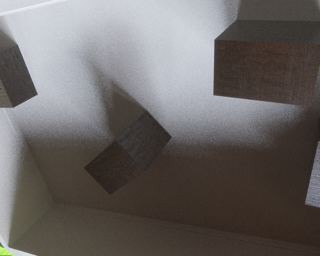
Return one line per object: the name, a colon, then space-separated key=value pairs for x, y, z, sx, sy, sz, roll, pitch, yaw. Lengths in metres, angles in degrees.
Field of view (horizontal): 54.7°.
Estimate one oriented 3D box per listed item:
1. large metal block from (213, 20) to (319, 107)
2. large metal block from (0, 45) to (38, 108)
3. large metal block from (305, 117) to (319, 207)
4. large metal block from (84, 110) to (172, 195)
large metal block: x=0.099 y=-0.064 z=0.281 sx=0.080 sy=0.080 sz=0.050 roll=10 pitch=123 yaw=23
large metal block: x=-0.249 y=-0.078 z=0.476 sx=0.080 sy=0.050 sz=0.080 roll=2 pitch=119 yaw=27
large metal block: x=0.198 y=0.041 z=0.313 sx=0.080 sy=0.050 sz=0.079 roll=9 pitch=123 yaw=23
large metal block: x=-0.042 y=0.032 z=0.415 sx=0.050 sy=0.080 sz=0.080 roll=48 pitch=129 yaw=-5
